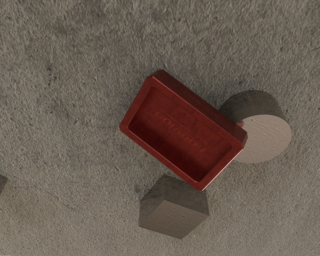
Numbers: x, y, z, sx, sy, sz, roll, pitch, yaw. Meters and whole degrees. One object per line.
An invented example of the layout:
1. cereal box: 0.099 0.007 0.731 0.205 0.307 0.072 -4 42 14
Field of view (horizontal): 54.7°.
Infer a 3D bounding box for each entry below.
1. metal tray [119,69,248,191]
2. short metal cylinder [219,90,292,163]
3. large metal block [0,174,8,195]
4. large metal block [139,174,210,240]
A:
1. metal tray: 0.025 0.004 0.370 0.130 0.030 0.089 38 125 5
2. short metal cylinder: 0.117 -0.001 0.391 0.081 0.050 0.079 0 130 0
3. large metal block: -0.296 0.095 0.469 0.080 0.050 0.080 -36 122 26
4. large metal block: 0.021 0.129 0.501 0.080 0.050 0.080 24 126 -19
